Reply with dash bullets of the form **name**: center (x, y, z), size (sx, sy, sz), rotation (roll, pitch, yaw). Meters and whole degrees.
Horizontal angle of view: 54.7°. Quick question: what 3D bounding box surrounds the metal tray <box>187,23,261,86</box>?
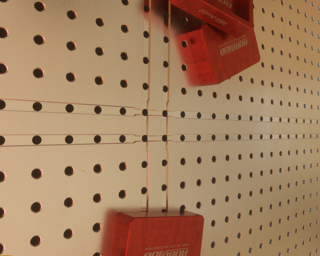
- **metal tray**: center (0.107, -0.131, 0.498), size (0.131, 0.030, 0.090), rotation (-30, 109, -36)

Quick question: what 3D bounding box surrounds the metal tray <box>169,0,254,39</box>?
- **metal tray**: center (0.078, -0.196, 0.446), size (0.131, 0.030, 0.090), rotation (16, 67, -29)

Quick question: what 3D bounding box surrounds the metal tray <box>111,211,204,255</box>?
- **metal tray**: center (0.000, 0.159, 0.409), size (0.131, 0.030, 0.090), rotation (12, 82, -40)
